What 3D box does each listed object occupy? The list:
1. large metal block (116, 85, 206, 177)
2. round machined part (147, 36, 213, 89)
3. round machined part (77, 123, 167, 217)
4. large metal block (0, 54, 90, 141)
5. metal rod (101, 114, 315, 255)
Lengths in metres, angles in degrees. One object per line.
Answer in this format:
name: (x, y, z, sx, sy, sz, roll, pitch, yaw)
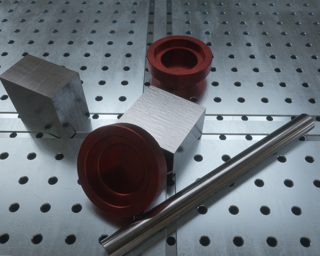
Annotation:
large metal block: (0.002, 0.002, 0.390, 0.080, 0.050, 0.080, 25, 54, 19)
round machined part: (0.030, -0.097, 0.479, 0.099, 0.042, 0.098, 0, 50, 0)
round machined part: (-0.037, 0.042, 0.337, 0.098, 0.097, 0.042, 24, 16, 18)
large metal block: (-0.146, -0.039, 0.404, 0.080, 0.080, 0.050, 22, 54, 17)
metal rod: (0.072, 0.057, 0.359, 0.302, 0.025, 0.025, -28, 56, -22)
